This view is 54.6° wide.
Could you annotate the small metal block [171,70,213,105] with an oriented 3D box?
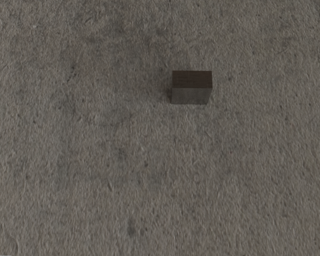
[{"bbox_3d":[0.041,-0.053,0.415,0.050,0.050,0.025,0,70,0],"label":"small metal block"}]
